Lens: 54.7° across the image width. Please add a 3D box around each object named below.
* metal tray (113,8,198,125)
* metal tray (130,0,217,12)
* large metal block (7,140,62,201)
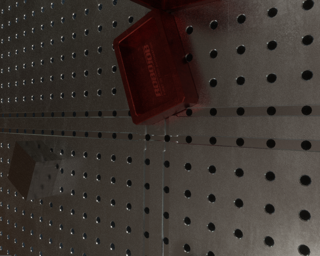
[{"bbox_3d":[-0.010,-0.078,0.412,0.090,0.030,0.129,-24,75,37],"label":"metal tray"},{"bbox_3d":[-0.005,-0.168,0.343,0.090,0.131,0.030,3,92,40],"label":"metal tray"},{"bbox_3d":[-0.239,0.078,0.586,0.080,0.050,0.079,31,109,35],"label":"large metal block"}]
